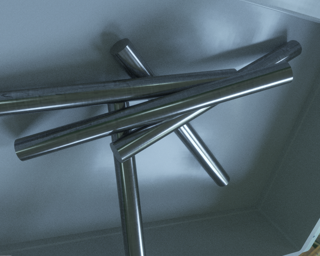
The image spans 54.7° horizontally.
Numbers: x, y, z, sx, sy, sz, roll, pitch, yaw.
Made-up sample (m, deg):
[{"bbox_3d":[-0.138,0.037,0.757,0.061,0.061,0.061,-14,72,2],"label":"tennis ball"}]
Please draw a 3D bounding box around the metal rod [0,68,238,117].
[{"bbox_3d":[-0.056,-0.038,0.330,0.302,0.025,0.025,-8,123,-16],"label":"metal rod"}]

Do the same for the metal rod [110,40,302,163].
[{"bbox_3d":[0.073,-0.044,0.390,0.302,0.025,0.025,-31,130,-22],"label":"metal rod"}]

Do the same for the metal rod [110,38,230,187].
[{"bbox_3d":[0.031,0.000,0.427,0.025,0.025,0.300,-41,130,-1],"label":"metal rod"}]

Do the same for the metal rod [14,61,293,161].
[{"bbox_3d":[-0.005,-0.019,0.336,0.302,0.025,0.025,-16,127,-1],"label":"metal rod"}]

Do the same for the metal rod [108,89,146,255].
[{"bbox_3d":[-0.034,0.104,0.370,0.025,0.025,0.298,-8,95,-25],"label":"metal rod"}]
